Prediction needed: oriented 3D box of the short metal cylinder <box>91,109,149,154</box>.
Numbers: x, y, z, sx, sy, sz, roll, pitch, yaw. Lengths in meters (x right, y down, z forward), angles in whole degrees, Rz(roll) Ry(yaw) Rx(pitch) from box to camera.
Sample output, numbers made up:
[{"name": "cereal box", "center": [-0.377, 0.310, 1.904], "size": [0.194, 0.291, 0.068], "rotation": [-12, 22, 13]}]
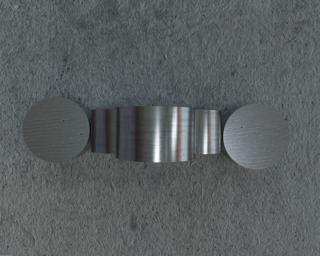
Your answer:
[{"name": "short metal cylinder", "center": [-0.044, 0.004, 0.383], "size": [0.081, 0.080, 0.050], "rotation": [0, 90, 0]}]

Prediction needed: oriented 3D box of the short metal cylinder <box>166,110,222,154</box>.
[{"name": "short metal cylinder", "center": [0.036, 0.005, 0.384], "size": [0.081, 0.080, 0.050], "rotation": [0, 89, 0]}]

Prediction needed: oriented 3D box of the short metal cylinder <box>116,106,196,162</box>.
[{"name": "short metal cylinder", "center": [-0.004, 0.005, 0.314], "size": [0.081, 0.080, 0.050], "rotation": [1, 91, 0]}]

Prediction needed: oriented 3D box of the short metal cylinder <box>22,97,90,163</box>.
[{"name": "short metal cylinder", "center": [-0.125, 0.002, 0.397], "size": [0.081, 0.050, 0.080], "rotation": [0, 90, -1]}]

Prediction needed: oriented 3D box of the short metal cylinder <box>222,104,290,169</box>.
[{"name": "short metal cylinder", "center": [0.116, 0.010, 0.399], "size": [0.081, 0.050, 0.080], "rotation": [0, 91, -1]}]
